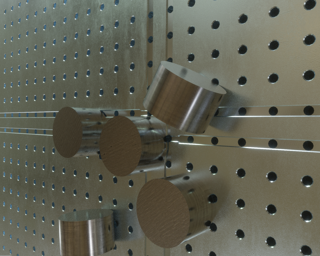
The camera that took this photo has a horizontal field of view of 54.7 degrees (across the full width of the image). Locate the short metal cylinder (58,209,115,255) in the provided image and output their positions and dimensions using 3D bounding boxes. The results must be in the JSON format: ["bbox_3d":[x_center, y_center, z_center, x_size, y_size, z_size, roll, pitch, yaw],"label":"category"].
[{"bbox_3d":[-0.109,0.155,0.464,0.080,0.081,0.050,-6,86,40],"label":"short metal cylinder"}]

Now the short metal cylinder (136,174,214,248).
[{"bbox_3d":[0.018,0.099,0.379,0.080,0.050,0.079,0,90,40],"label":"short metal cylinder"}]

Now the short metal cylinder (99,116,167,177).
[{"bbox_3d":[-0.037,0.023,0.424,0.080,0.050,0.079,0,90,40],"label":"short metal cylinder"}]

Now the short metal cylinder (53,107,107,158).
[{"bbox_3d":[-0.128,0.007,0.499,0.080,0.050,0.079,0,90,40],"label":"short metal cylinder"}]

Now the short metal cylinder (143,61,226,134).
[{"bbox_3d":[0.027,-0.036,0.351,0.080,0.081,0.050,39,114,33],"label":"short metal cylinder"}]
